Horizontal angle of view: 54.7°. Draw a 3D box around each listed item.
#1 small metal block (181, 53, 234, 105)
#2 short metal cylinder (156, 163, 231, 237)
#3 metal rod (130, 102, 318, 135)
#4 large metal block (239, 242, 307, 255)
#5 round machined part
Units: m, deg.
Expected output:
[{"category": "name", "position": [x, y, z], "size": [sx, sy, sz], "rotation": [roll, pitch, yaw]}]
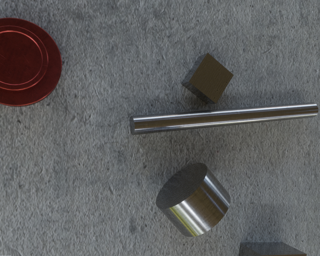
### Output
[{"category": "small metal block", "position": [0.067, -0.068, 0.435], "size": [0.050, 0.025, 0.050], "rotation": [36, 78, -17]}, {"category": "short metal cylinder", "position": [0.042, 0.090, 0.397], "size": [0.080, 0.080, 0.050], "rotation": [-43, 104, -15]}, {"category": "metal rod", "position": [0.105, -0.016, 0.449], "size": [0.303, 0.025, 0.025], "rotation": [-5, 92, -20]}, {"category": "large metal block", "position": [0.163, 0.218, 0.458], "size": [0.081, 0.050, 0.080], "rotation": [7, 88, -20]}, {"category": "round machined part", "position": [-0.160, -0.073, 0.341], "size": [0.099, 0.042, 0.097], "rotation": [0, 90, -21]}]
